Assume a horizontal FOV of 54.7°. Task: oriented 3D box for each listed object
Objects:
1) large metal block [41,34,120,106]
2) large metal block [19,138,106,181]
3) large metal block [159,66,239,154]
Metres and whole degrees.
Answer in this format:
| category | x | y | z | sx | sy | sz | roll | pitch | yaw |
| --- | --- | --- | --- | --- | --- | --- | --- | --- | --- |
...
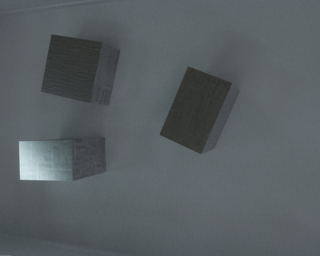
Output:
| category | x | y | z | sx | sy | sz | roll | pitch | yaw |
| --- | --- | --- | --- | --- | --- | --- | --- | --- | --- |
| large metal block | -0.111 | -0.080 | 0.435 | 0.080 | 0.050 | 0.079 | 14 | 95 | 19 |
| large metal block | -0.131 | 0.041 | 0.426 | 0.080 | 0.080 | 0.050 | -2 | 90 | 19 |
| large metal block | 0.050 | -0.019 | 0.363 | 0.050 | 0.080 | 0.080 | 25 | 98 | 18 |
